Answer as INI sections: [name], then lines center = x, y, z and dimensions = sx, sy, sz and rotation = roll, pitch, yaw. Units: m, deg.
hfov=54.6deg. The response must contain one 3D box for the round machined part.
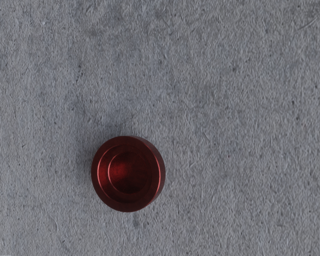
[round machined part]
center = -0.039, 0.059, 0.414
dimensions = 0.098, 0.042, 0.097
rotation = 0, 90, 20
